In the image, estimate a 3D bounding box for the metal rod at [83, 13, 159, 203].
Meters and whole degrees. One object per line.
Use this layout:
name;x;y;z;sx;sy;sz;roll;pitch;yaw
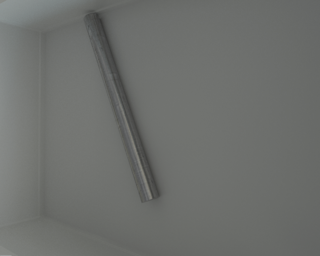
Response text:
metal rod;-0.061;-0.039;0.454;0.025;0.025;0.299;-31;71;35
